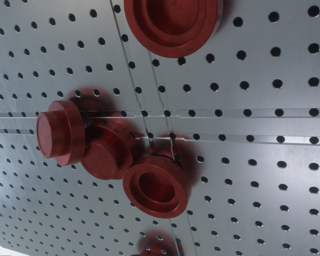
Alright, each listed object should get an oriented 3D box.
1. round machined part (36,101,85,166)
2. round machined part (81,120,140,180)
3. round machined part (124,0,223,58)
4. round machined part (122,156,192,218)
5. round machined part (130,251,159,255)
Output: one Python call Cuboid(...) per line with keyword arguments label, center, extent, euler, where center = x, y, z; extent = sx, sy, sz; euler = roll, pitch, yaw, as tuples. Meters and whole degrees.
Cuboid(label="round machined part", center=(-0.151, 0.009, 0.458), extent=(0.098, 0.042, 0.097), euler=(12, 106, 50))
Cuboid(label="round machined part", center=(-0.083, 0.040, 0.470), extent=(0.098, 0.042, 0.097), euler=(13, 124, 21))
Cuboid(label="round machined part", center=(0.016, -0.125, 0.315), extent=(0.098, 0.042, 0.097), euler=(13, 124, 21))
Cuboid(label="round machined part", center=(-0.001, 0.080, 0.449), extent=(0.098, 0.042, 0.097), euler=(12, 124, 18))
Cuboid(label="round machined part", center=(-0.021, 0.271, 0.579), extent=(0.098, 0.042, 0.097), euler=(13, 124, 21))
